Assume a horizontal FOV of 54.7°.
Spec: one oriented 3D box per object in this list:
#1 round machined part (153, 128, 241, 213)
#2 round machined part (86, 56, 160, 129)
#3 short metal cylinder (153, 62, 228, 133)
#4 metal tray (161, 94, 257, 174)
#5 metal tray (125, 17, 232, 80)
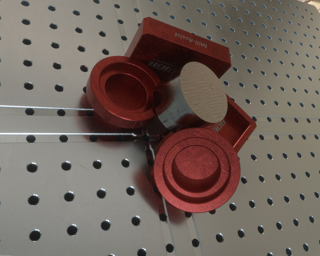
[{"bbox_3d":[0.043,0.048,0.371,0.099,0.042,0.097,0,92,5],"label":"round machined part"},{"bbox_3d":[-0.046,-0.041,0.399,0.099,0.042,0.098,14,56,-21],"label":"round machined part"},{"bbox_3d":[0.038,-0.035,0.388,0.081,0.050,0.080,18,60,-34],"label":"short metal cylinder"},{"bbox_3d":[0.074,0.004,0.444,0.090,0.030,0.131,45,51,3],"label":"metal tray"},{"bbox_3d":[0.022,-0.093,0.436,0.131,0.090,0.030,14,56,-21],"label":"metal tray"}]
